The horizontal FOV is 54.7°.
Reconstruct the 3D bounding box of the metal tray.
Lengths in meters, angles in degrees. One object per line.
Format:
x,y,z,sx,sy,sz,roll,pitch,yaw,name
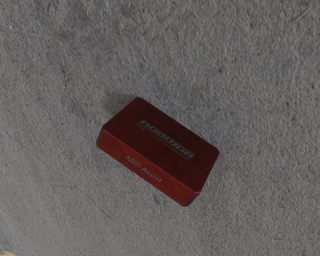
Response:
0.001,0.024,0.380,0.130,0.090,0.030,34,129,5,metal tray
